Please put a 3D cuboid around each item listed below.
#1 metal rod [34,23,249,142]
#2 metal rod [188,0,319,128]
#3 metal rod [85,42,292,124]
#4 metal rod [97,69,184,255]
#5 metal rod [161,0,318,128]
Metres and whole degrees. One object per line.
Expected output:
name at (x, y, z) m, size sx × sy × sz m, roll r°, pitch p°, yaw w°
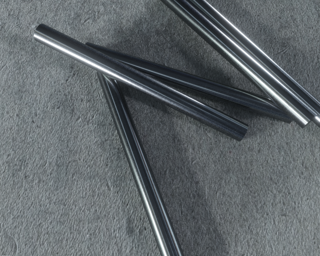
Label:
metal rod at (-0.025, -0.060, 0.409) m, size 0.301 × 0.025 × 0.025 m, roll 26°, pitch 72°, yaw 1°
metal rod at (0.139, -0.101, 0.445) m, size 0.025 × 0.025 × 0.300 m, roll -39°, pitch 75°, yaw -13°
metal rod at (0.036, -0.065, 0.431) m, size 0.301 × 0.025 × 0.025 m, roll 18°, pitch 71°, yaw 6°
metal rod at (-0.024, 0.052, 0.388) m, size 0.025 × 0.025 × 0.299 m, roll -20°, pitch 71°, yaw -7°
metal rod at (0.093, -0.113, 0.434) m, size 0.025 × 0.025 × 0.300 m, roll -36°, pitch 68°, yaw -12°
